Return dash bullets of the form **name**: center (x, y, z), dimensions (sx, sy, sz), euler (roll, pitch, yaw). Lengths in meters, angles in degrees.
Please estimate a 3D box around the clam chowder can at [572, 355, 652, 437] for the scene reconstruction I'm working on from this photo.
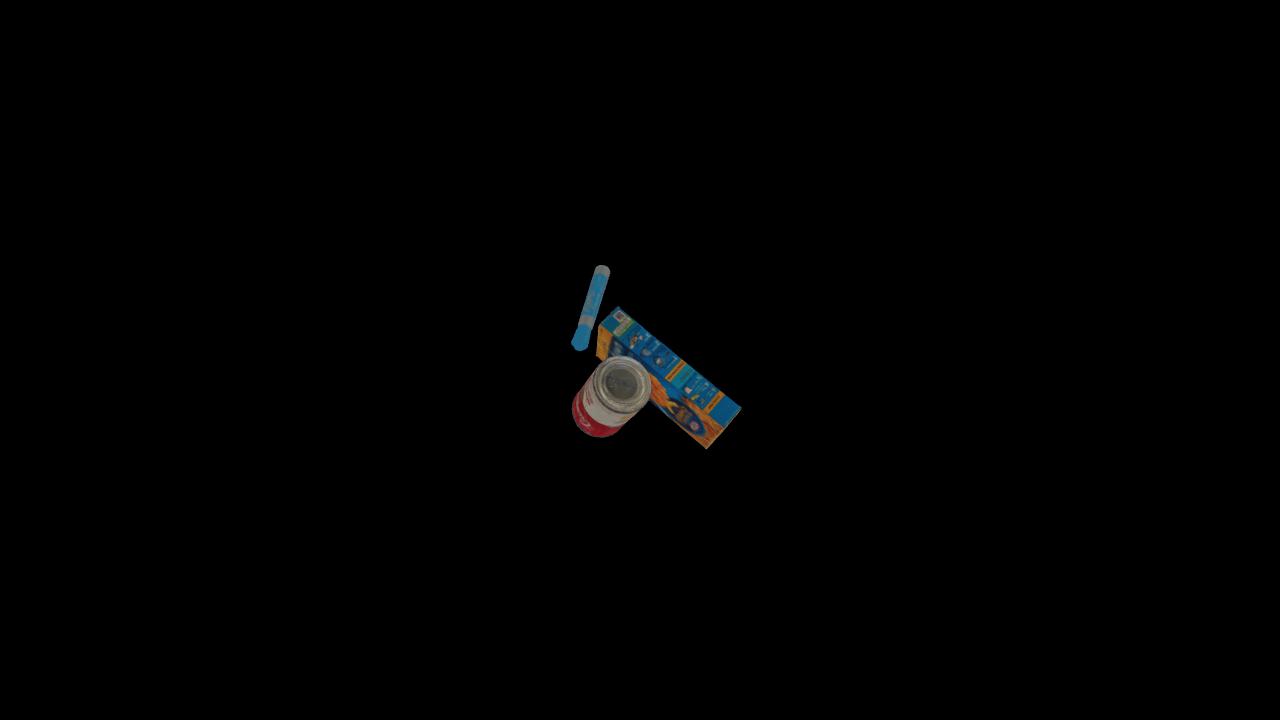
- **clam chowder can**: center (-0.033, 0.043, 0.695), dimensions (0.068, 0.068, 0.102), euler (0, -21, -20)

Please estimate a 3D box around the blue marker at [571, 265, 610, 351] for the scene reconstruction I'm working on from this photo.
- **blue marker**: center (-0.055, -0.059, 0.694), dimensions (0.020, 0.121, 0.020), euler (8, -36, 6)

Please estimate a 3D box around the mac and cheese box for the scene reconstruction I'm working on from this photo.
- **mac and cheese box**: center (0.028, 0.023, 0.730), dimensions (0.184, 0.041, 0.093), euler (40, -23, 10)
